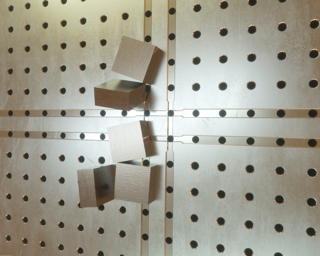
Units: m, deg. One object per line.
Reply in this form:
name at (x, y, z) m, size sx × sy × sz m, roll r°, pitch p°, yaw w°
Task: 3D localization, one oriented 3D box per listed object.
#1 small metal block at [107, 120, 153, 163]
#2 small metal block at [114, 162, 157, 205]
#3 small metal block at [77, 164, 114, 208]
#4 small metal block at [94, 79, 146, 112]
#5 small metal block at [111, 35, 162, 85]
small metal block at (-0.041, 0.019, 0.428) m, size 0.050 × 0.025 × 0.050 m, roll -12°, pitch 86°, yaw 19°
small metal block at (-0.033, 0.074, 0.425) m, size 0.050 × 0.025 × 0.050 m, roll 5°, pitch 92°, yaw 20°
small metal block at (-0.088, 0.079, 0.431) m, size 0.025 × 0.050 × 0.050 m, roll -7°, pitch 88°, yaw 20°
small metal block at (-0.052, -0.045, 0.415) m, size 0.050 × 0.050 × 0.025 m, roll 11°, pitch 115°, yaw 20°
small metal block at (-0.032, -0.093, 0.424) m, size 0.050 × 0.025 × 0.050 m, roll 23°, pitch 97°, yaw 18°
